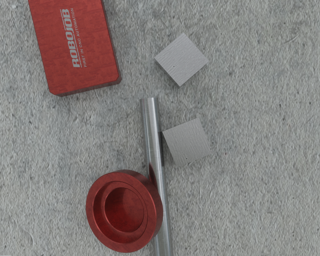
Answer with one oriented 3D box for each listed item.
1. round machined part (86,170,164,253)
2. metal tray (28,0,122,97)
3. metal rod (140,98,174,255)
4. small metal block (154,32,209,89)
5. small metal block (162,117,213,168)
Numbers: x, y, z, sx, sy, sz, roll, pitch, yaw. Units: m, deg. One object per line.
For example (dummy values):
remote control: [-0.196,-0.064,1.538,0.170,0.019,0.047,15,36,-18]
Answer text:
round machined part: [-0.040,0.100,0.389,0.098,0.042,0.097,1,93,24]
metal tray: [-0.109,-0.114,0.406,0.091,0.030,0.129,-13,90,-1]
metal rod: [0.000,0.110,0.410,0.025,0.025,0.298,-5,90,-1]
small metal block: [0.028,-0.088,0.410,0.050,0.025,0.050,-41,91,0]
small metal block: [0.036,0.018,0.411,0.050,0.025,0.050,-22,90,-1]
